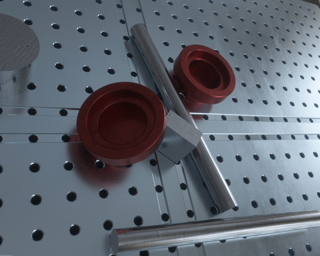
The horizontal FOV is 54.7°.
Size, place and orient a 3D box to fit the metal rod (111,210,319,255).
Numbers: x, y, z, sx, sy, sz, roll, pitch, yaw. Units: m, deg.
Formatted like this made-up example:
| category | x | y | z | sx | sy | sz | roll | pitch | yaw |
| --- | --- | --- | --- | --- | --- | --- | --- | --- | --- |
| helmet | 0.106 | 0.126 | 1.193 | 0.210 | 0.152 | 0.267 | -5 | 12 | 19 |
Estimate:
| category | x | y | z | sx | sy | sz | roll | pitch | yaw |
| --- | --- | --- | --- | --- | --- | --- | --- | --- | --- |
| metal rod | 0.089 | 0.123 | 0.380 | 0.302 | 0.025 | 0.025 | 3 | 60 | -27 |

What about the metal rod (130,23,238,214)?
| category | x | y | z | sx | sy | sz | roll | pitch | yaw |
| --- | --- | --- | --- | --- | --- | --- | --- | --- | --- |
| metal rod | 0.026 | -0.026 | 0.437 | 0.025 | 0.025 | 0.299 | -13 | 69 | -34 |

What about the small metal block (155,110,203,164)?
| category | x | y | z | sx | sy | sz | roll | pitch | yaw |
| --- | --- | --- | --- | --- | --- | --- | --- | --- | --- |
| small metal block | 0.017 | 0.012 | 0.393 | 0.050 | 0.050 | 0.025 | 36 | 49 | -5 |

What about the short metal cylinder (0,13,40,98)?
| category | x | y | z | sx | sy | sz | roll | pitch | yaw |
| --- | --- | --- | --- | --- | --- | --- | --- | --- | --- |
| short metal cylinder | -0.180 | -0.080 | 0.344 | 0.081 | 0.050 | 0.080 | 14 | 56 | -21 |

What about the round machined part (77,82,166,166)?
| category | x | y | z | sx | sy | sz | roll | pitch | yaw |
| --- | --- | --- | --- | --- | --- | --- | --- | --- | --- |
| round machined part | -0.042 | -0.002 | 0.359 | 0.099 | 0.042 | 0.098 | -1 | 62 | 3 |

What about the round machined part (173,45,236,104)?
| category | x | y | z | sx | sy | sz | roll | pitch | yaw |
| --- | --- | --- | --- | --- | --- | --- | --- | --- | --- |
| round machined part | 0.064 | -0.078 | 0.479 | 0.099 | 0.042 | 0.098 | 14 | 56 | -21 |
